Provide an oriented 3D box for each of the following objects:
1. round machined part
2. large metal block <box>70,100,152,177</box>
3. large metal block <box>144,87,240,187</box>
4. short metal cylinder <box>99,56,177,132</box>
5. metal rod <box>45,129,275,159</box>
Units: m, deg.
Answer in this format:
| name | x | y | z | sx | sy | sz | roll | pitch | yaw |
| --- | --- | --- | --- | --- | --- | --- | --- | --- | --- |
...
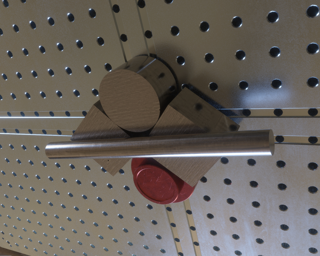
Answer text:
| name | x | y | z | sx | sy | sz | roll | pitch | yaw |
| --- | --- | --- | --- | --- | --- | --- | --- | --- | --- |
| round machined part | 0.002 | 0.068 | 0.436 | 0.098 | 0.042 | 0.097 | 13 | 124 | 21 |
| large metal block | -0.064 | 0.007 | 0.428 | 0.080 | 0.050 | 0.080 | 42 | 129 | -3 |
| large metal block | 0.035 | 0.012 | 0.375 | 0.080 | 0.050 | 0.079 | 36 | 130 | 4 |
| short metal cylinder | -0.026 | -0.042 | 0.378 | 0.080 | 0.050 | 0.079 | 13 | 124 | 21 |
| metal rod | -0.024 | 0.023 | 0.366 | 0.300 | 0.025 | 0.025 | -4 | 116 | 30 |
